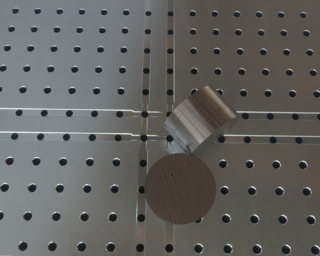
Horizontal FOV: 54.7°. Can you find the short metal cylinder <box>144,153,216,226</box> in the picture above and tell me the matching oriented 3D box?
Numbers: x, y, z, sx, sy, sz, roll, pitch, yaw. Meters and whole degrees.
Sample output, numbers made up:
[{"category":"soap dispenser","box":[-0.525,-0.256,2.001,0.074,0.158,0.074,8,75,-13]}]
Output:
[{"category":"short metal cylinder","box":[0.023,0.075,0.371,0.081,0.050,0.080,0,70,0]}]

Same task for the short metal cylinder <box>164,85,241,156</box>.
[{"category":"short metal cylinder","box":[0.052,-0.007,0.385,0.080,0.080,0.050,-36,74,-12]}]
